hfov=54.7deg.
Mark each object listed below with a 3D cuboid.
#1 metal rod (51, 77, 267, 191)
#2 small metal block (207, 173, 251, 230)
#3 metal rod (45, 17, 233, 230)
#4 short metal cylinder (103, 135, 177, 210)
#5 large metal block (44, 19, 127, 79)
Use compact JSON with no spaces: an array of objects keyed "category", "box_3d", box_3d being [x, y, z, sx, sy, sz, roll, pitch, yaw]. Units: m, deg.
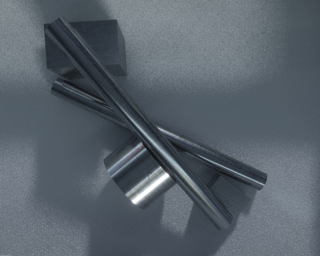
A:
[{"category":"metal rod","box_3d":[0.000,0.008,0.410,0.301,0.025,0.025,25,90,-1]},{"category":"small metal block","box_3d":[0.082,0.096,0.411,0.050,0.025,0.050,38,90,-1]},{"category":"metal rod","box_3d":[-0.014,0.005,0.352,0.025,0.025,0.300,-40,103,0]},{"category":"short metal cylinder","box_3d":[-0.023,0.052,0.381,0.050,0.080,0.080,-40,91,0]},{"category":"large metal block","box_3d":[-0.087,-0.093,0.382,0.081,0.080,0.050,-4,90,-1]}]
